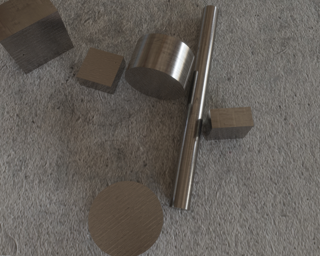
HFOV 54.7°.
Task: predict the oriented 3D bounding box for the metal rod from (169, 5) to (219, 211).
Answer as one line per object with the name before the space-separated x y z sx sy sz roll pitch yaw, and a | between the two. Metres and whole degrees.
metal rod | 0.050 -0.041 0.423 0.025 0.025 0.299 10 70 3

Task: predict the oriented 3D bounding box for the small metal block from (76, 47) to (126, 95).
small metal block | -0.082 -0.080 0.437 0.050 0.025 0.050 17 71 6

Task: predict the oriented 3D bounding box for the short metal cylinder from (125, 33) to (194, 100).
short metal cylinder | 0.000 -0.078 0.408 0.080 0.080 0.050 16 71 5

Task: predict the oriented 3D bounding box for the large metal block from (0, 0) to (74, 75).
large metal block | -0.176 -0.132 0.426 0.080 0.080 0.050 -34 74 -12

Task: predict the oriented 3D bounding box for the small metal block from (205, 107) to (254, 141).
small metal block | 0.087 -0.005 0.397 0.050 0.050 0.025 -4 70 -1

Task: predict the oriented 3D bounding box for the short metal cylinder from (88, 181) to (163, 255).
short metal cylinder | -0.037 0.105 0.356 0.081 0.050 0.080 0 70 0
